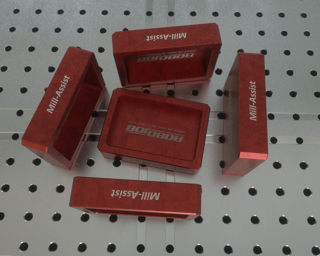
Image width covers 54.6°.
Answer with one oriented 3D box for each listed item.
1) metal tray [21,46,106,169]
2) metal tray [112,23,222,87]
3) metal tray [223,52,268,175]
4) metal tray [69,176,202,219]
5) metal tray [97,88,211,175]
[{"bbox_3d":[-0.112,-0.022,0.385,0.030,0.090,0.130,17,71,6],"label":"metal tray"},{"bbox_3d":[0.008,-0.093,0.411,0.131,0.090,0.030,-6,70,-2],"label":"metal tray"},{"bbox_3d":[0.102,-0.015,0.383,0.030,0.090,0.130,4,70,1],"label":"metal tray"},{"bbox_3d":[-0.024,0.081,0.348,0.131,0.090,0.030,3,70,1],"label":"metal tray"},{"bbox_3d":[-0.006,0.003,0.407,0.131,0.030,0.090,11,70,3],"label":"metal tray"}]
